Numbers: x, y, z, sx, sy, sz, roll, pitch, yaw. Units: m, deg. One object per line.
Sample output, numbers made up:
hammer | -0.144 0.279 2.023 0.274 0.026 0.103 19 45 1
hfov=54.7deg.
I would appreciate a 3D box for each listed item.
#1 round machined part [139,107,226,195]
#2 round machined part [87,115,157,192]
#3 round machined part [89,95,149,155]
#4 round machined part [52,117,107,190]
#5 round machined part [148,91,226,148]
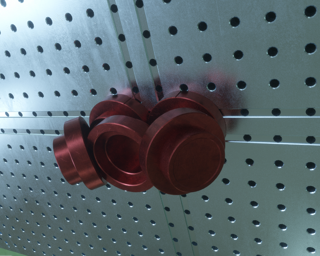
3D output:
round machined part | 0.031 0.030 0.336 0.042 0.099 0.097 37 145 59
round machined part | -0.037 0.027 0.379 0.098 0.042 0.097 13 124 20
round machined part | -0.058 0.006 0.432 0.098 0.042 0.097 13 124 20
round machined part | -0.108 0.037 0.412 0.042 0.098 0.097 -21 112 -4
round machined part | 0.029 0.006 0.387 0.098 0.042 0.097 13 124 20
